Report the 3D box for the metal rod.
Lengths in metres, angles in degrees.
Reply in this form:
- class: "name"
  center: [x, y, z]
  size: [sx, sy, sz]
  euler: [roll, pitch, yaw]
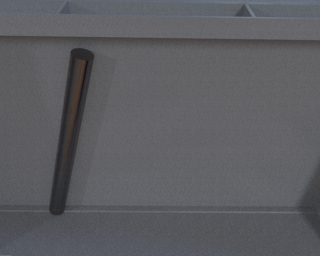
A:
- class: "metal rod"
  center: [-0.129, 0.028, 0.431]
  size: [0.025, 0.025, 0.298]
  euler: [13, 129, -11]
